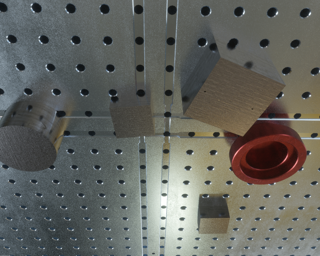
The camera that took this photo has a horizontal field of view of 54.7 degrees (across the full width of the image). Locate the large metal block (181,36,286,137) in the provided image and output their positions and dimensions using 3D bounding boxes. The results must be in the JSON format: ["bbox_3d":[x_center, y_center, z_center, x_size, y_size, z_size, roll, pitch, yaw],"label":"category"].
[{"bbox_3d":[0.080,-0.046,0.358,0.081,0.050,0.079,19,128,-16],"label":"large metal block"}]

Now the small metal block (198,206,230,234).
[{"bbox_3d":[0.095,0.165,0.554,0.050,0.025,0.050,-1,130,0],"label":"small metal block"}]

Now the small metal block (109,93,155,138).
[{"bbox_3d":[-0.034,-0.015,0.398,0.050,0.025,0.050,-4,130,3],"label":"small metal block"}]

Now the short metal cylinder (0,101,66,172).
[{"bbox_3d":[-0.169,0.011,0.402,0.081,0.050,0.079,-1,130,0],"label":"short metal cylinder"}]

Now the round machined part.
[{"bbox_3d":[0.145,0.031,0.430,0.099,0.042,0.097,-1,130,0],"label":"round machined part"}]
